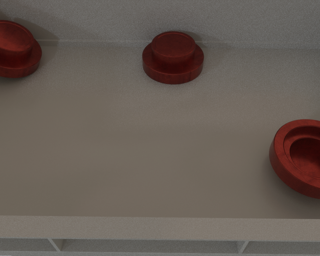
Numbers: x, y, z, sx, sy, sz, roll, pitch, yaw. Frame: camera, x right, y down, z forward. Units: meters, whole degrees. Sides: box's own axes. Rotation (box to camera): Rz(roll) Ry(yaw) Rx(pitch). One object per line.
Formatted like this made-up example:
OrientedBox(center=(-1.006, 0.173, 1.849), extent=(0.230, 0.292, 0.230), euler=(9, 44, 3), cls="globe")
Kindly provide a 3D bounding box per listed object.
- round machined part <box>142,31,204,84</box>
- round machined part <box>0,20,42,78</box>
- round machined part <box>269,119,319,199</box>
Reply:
OrientedBox(center=(0.021, -0.117, 0.493), extent=(0.099, 0.042, 0.098), euler=(0, 50, 0), cls="round machined part")
OrientedBox(center=(-0.232, -0.127, 0.474), extent=(0.099, 0.042, 0.098), euler=(18, 46, -20), cls="round machined part")
OrientedBox(center=(0.178, 0.040, 0.362), extent=(0.099, 0.042, 0.098), euler=(0, 50, 0), cls="round machined part")
